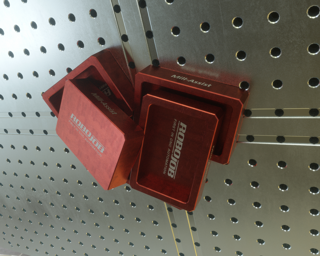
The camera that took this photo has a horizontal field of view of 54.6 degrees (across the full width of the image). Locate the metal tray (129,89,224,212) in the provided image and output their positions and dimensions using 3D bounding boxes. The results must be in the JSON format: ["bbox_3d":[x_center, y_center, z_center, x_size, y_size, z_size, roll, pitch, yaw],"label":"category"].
[{"bbox_3d":[0.017,0.028,0.376,0.090,0.030,0.129,18,114,18],"label":"metal tray"}]

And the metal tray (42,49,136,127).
[{"bbox_3d":[-0.097,-0.039,0.435,0.130,0.030,0.090,-24,105,37],"label":"metal tray"}]

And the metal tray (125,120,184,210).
[{"bbox_3d":[-0.010,0.053,0.446,0.130,0.030,0.089,24,127,14],"label":"metal tray"}]

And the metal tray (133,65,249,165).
[{"bbox_3d":[0.032,-0.017,0.380,0.130,0.030,0.089,18,125,18],"label":"metal tray"}]

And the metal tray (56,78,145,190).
[{"bbox_3d":[-0.084,0.005,0.403,0.130,0.030,0.089,41,125,29],"label":"metal tray"}]
